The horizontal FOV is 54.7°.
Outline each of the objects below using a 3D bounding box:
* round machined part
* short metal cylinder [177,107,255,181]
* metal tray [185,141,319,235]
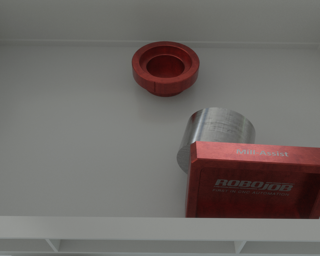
[{"bbox_3d":[0.008,-0.084,0.465,0.099,0.042,0.098,0,50,0],"label":"round machined part"},{"bbox_3d":[0.064,0.023,0.351,0.080,0.080,0.050,13,51,10],"label":"short metal cylinder"},{"bbox_3d":[0.093,0.061,0.309,0.131,0.089,0.030,3,31,2],"label":"metal tray"}]
